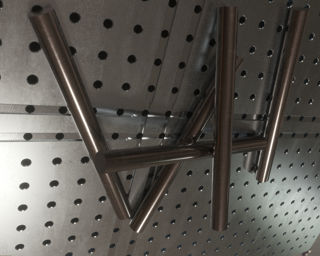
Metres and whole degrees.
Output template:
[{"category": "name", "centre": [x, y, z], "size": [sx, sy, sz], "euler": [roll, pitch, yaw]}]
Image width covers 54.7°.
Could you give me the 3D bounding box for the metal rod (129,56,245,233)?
[{"category": "metal rod", "centre": [0.032, 0.031, 0.449], "size": [0.025, 0.025, 0.298], "euler": [17, 109, -35]}]

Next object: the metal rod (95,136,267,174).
[{"category": "metal rod", "centre": [0.053, 0.031, 0.427], "size": [0.302, 0.025, 0.025], "euler": [-3, 120, -39]}]

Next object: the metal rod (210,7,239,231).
[{"category": "metal rod", "centre": [0.084, 0.000, 0.410], "size": [0.025, 0.025, 0.298], "euler": [-8, 107, -25]}]

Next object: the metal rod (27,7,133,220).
[{"category": "metal rod", "centre": [-0.081, 0.010, 0.373], "size": [0.025, 0.025, 0.298], "euler": [-24, 128, -14]}]

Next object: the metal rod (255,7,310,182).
[{"category": "metal rod", "centre": [0.189, -0.034, 0.496], "size": [0.025, 0.025, 0.298], "euler": [-14, 124, -21]}]
